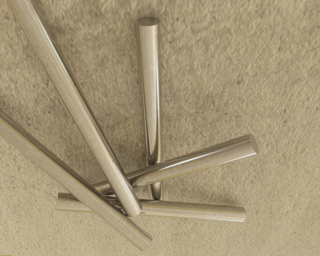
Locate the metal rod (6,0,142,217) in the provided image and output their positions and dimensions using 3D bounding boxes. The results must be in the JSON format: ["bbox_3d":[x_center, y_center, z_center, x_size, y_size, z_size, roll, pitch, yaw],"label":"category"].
[{"bbox_3d":[-0.086,-0.005,0.369,0.025,0.025,0.299,-15,119,12],"label":"metal rod"}]

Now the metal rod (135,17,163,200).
[{"bbox_3d":[-0.009,0.005,0.411,0.025,0.025,0.298,-1,130,0],"label":"metal rod"}]

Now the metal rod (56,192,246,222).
[{"bbox_3d":[-0.002,0.125,0.480,0.302,0.025,0.025,9,130,-19],"label":"metal rod"}]

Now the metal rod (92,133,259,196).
[{"bbox_3d":[-0.014,0.065,0.429,0.300,0.025,0.025,-21,128,29],"label":"metal rod"}]

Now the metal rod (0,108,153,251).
[{"bbox_3d":[-0.124,0.065,0.410,0.025,0.025,0.300,-38,106,27],"label":"metal rod"}]
